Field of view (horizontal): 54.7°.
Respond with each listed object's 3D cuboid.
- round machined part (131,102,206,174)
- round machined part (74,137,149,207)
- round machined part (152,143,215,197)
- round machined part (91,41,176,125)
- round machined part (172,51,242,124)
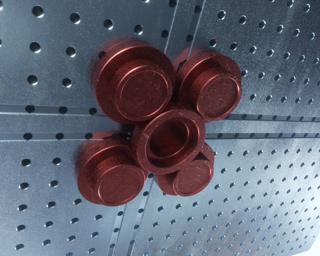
[{"bbox_3d":[0.008,0.009,0.410,0.099,0.042,0.097,-14,125,-21],"label":"round machined part"},{"bbox_3d":[-0.059,0.065,0.410,0.099,0.042,0.097,-14,125,-21],"label":"round machined part"},{"bbox_3d":[0.041,0.063,0.463,0.099,0.042,0.097,-14,125,-21],"label":"round machined part"},{"bbox_3d":[-0.025,-0.046,0.358,0.099,0.042,0.097,-14,125,-21],"label":"round machined part"},{"bbox_3d":[0.068,-0.048,0.409,0.099,0.042,0.097,-14,125,-21],"label":"round machined part"}]
